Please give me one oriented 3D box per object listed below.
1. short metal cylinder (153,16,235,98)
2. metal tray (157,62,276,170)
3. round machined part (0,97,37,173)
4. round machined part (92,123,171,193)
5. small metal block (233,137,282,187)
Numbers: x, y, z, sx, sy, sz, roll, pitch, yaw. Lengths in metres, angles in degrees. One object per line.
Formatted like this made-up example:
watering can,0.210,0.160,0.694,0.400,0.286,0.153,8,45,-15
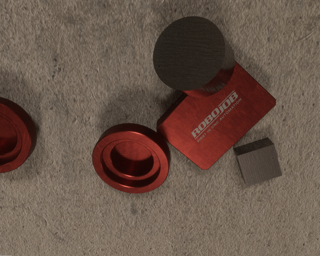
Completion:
short metal cylinder,0.039,-0.077,0.349,0.080,0.050,0.080,-2,86,24
metal tray,0.070,-0.019,0.401,0.090,0.030,0.130,40,105,-14
round machined part,-0.209,0.006,0.400,0.099,0.042,0.097,0,110,-1
round machined part,-0.035,0.035,0.406,0.099,0.042,0.097,4,121,7
small metal block,0.135,0.047,0.429,0.050,0.025,0.050,-19,109,6
